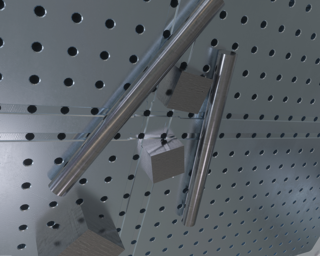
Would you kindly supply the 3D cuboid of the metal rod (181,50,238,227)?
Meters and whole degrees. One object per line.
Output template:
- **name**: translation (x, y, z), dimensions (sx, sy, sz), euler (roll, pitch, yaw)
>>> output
- **metal rod**: translation (0.069, 0.033, 0.469), dimensions (0.025, 0.025, 0.298), euler (-6, 121, -25)

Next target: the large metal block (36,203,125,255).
- **large metal block**: translation (-0.111, 0.166, 0.437), dimensions (0.080, 0.050, 0.080), euler (-41, 130, 0)

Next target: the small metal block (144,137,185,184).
- **small metal block**: translation (0.007, 0.046, 0.444), dimensions (0.050, 0.025, 0.050), euler (-17, 125, -19)

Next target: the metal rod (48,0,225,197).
- **metal rod**: translation (-0.032, -0.036, 0.371), dimensions (0.299, 0.025, 0.025), euler (-49, 129, 7)

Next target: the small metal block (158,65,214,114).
- **small metal block**: translation (0.033, -0.049, 0.399), dimensions (0.050, 0.025, 0.050), euler (9, 114, -33)
